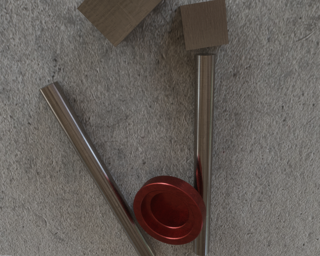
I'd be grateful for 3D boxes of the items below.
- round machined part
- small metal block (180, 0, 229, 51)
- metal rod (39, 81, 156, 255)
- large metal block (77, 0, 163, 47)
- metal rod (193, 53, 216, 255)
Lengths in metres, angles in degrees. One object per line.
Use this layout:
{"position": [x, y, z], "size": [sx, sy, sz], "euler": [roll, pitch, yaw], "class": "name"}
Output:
{"position": [0.016, 0.108, 0.430], "size": [0.098, 0.042, 0.097], "euler": [8, 114, 19], "class": "round machined part"}
{"position": [0.051, -0.122, 0.366], "size": [0.050, 0.025, 0.050], "euler": [-9, 110, 2], "class": "small metal block"}
{"position": [-0.079, 0.074, 0.435], "size": [0.025, 0.025, 0.299], "euler": [-23, 109, 8], "class": "metal rod"}
{"position": [-0.033, -0.137, 0.330], "size": [0.080, 0.080, 0.050], "euler": [-42, 105, 13], "class": "large metal block"}
{"position": [0.060, 0.050, 0.429], "size": [0.025, 0.025, 0.298], "euler": [-2, 110, 0], "class": "metal rod"}
